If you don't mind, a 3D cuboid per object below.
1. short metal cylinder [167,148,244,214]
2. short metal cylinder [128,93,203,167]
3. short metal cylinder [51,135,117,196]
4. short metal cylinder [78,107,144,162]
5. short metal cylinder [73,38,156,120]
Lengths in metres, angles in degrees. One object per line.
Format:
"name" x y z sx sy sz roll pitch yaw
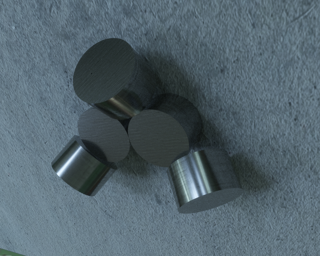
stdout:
"short metal cylinder" 0.054 0.066 0.377 0.080 0.081 0.050 -43 52 39
"short metal cylinder" 0.007 0.002 0.389 0.080 0.050 0.079 13 124 21
"short metal cylinder" -0.110 0.055 0.457 0.080 0.080 0.050 39 89 1
"short metal cylinder" -0.064 0.000 0.425 0.080 0.050 0.079 13 124 21
"short metal cylinder" -0.052 -0.055 0.358 0.080 0.080 0.050 2 162 27
